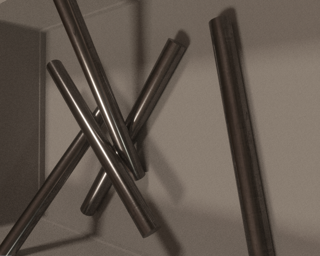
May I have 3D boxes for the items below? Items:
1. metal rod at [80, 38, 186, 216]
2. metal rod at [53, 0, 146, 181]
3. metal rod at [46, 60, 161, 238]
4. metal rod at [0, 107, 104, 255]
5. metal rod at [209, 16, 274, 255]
[{"bbox_3d":[-0.047,0.013,0.443,0.025,0.025,0.298,44,116,31],"label":"metal rod"},{"bbox_3d":[-0.081,-0.066,0.389,0.025,0.025,0.298,-5,113,39],"label":"metal rod"},{"bbox_3d":[-0.088,0.012,0.427,0.025,0.025,0.299,-50,62,28],"label":"metal rod"},{"bbox_3d":[-0.158,0.088,0.444,0.025,0.025,0.300,24,76,37],"label":"metal rod"},{"bbox_3d":[0.089,0.026,0.332,0.025,0.025,0.298,-14,81,39],"label":"metal rod"}]
